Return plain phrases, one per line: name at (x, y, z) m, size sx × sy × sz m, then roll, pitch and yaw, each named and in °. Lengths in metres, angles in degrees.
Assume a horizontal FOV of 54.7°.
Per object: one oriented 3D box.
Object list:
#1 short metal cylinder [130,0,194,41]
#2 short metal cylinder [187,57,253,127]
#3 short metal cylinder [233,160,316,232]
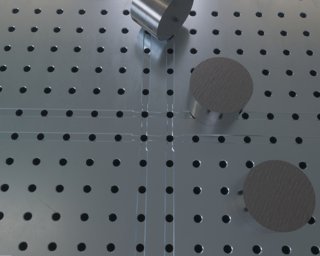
short metal cylinder at (0.004, -0.174, 0.446) m, size 0.050 × 0.080 × 0.080 m, roll 40°, pitch 75°, yaw 13°
short metal cylinder at (0.078, -0.047, 0.416) m, size 0.081 × 0.050 × 0.080 m, roll 0°, pitch 70°, yaw 0°
short metal cylinder at (0.133, 0.083, 0.369) m, size 0.081 × 0.050 × 0.080 m, roll 0°, pitch 70°, yaw 0°
